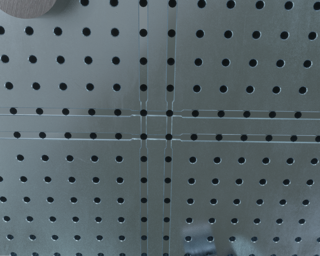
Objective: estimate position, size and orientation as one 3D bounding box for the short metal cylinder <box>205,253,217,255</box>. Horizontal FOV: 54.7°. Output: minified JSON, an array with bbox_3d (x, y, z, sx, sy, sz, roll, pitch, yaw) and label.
[{"bbox_3d":[0.073,0.239,0.473,0.050,0.080,0.080,-15,110,5],"label":"short metal cylinder"}]

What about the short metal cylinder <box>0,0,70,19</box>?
[{"bbox_3d":[-0.142,-0.162,0.339,0.081,0.050,0.079,0,110,0],"label":"short metal cylinder"}]
